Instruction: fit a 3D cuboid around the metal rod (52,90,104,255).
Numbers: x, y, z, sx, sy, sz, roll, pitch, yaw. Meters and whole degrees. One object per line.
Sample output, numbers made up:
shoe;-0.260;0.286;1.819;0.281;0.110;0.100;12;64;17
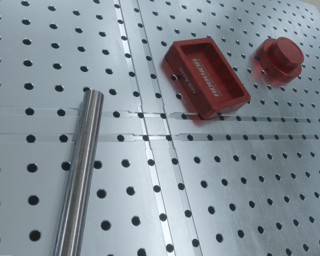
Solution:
metal rod;-0.086;0.087;0.309;0.025;0.025;0.299;15;56;-20

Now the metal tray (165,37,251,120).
metal tray;0.077;-0.084;0.499;0.091;0.030;0.130;-18;71;-35

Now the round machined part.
round machined part;0.248;-0.143;0.622;0.099;0.042;0.098;14;56;-21
